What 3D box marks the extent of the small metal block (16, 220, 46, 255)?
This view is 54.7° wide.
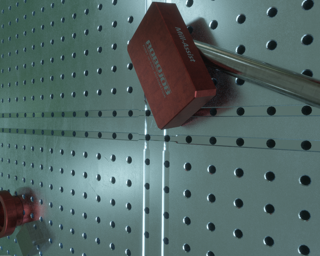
[{"bbox_3d":[-0.259,0.223,0.619,0.050,0.025,0.050,-50,61,28],"label":"small metal block"}]

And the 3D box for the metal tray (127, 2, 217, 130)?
[{"bbox_3d":[0.008,-0.074,0.379,0.090,0.030,0.130,-44,62,52],"label":"metal tray"}]

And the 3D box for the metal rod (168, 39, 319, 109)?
[{"bbox_3d":[0.123,-0.045,0.306,0.300,0.025,0.025,30,109,35],"label":"metal rod"}]

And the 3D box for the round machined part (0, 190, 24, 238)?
[{"bbox_3d":[-0.331,0.182,0.667,0.098,0.042,0.097,0,90,39],"label":"round machined part"}]
